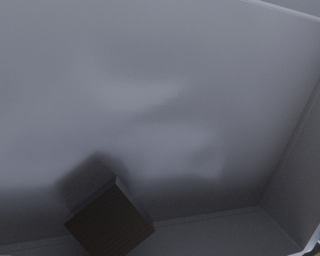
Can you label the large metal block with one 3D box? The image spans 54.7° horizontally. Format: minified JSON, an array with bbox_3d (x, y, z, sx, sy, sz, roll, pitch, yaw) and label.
[{"bbox_3d":[-0.065,0.123,0.410,0.080,0.050,0.080,-38,97,-3],"label":"large metal block"}]
